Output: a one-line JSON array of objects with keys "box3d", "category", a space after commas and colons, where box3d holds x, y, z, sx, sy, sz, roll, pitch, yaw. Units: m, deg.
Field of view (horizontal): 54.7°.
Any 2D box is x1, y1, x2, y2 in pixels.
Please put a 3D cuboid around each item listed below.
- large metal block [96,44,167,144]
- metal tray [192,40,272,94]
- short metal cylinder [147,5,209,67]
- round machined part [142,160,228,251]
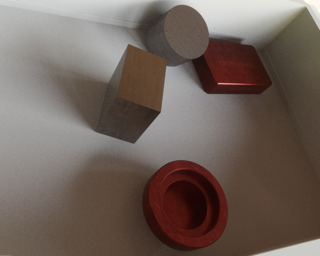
[{"box3d": [-0.035, -0.039, 0.377, 0.050, 0.080, 0.080, 19, 54, -18], "category": "large metal block"}, {"box3d": [0.123, -0.104, 0.534, 0.131, 0.030, 0.090, -4, 64, -30], "category": "metal tray"}, {"box3d": [0.028, -0.139, 0.472, 0.081, 0.050, 0.080, 3, 85, -31], "category": "short metal cylinder"}, {"box3d": [0.025, 0.090, 0.355, 0.099, 0.042, 0.098, 14, 56, -21], "category": "round machined part"}]
